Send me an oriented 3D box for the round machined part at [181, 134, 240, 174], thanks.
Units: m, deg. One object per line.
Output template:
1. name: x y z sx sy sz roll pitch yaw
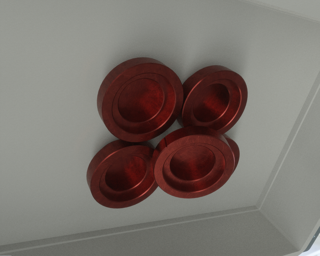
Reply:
1. round machined part: 0.066 0.046 0.462 0.099 0.042 0.097 -14 125 -21

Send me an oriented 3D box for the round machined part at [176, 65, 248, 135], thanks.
1. round machined part: 0.063 -0.036 0.409 0.099 0.042 0.097 -14 125 -21

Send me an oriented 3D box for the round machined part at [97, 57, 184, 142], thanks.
1. round machined part: -0.025 -0.035 0.361 0.099 0.042 0.097 -14 125 -21

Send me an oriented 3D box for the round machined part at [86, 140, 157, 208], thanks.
1. round machined part: -0.047 0.054 0.404 0.099 0.042 0.097 -14 125 -21

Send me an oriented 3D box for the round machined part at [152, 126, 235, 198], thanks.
1. round machined part: 0.039 0.038 0.387 0.099 0.042 0.097 -3 122 -5
